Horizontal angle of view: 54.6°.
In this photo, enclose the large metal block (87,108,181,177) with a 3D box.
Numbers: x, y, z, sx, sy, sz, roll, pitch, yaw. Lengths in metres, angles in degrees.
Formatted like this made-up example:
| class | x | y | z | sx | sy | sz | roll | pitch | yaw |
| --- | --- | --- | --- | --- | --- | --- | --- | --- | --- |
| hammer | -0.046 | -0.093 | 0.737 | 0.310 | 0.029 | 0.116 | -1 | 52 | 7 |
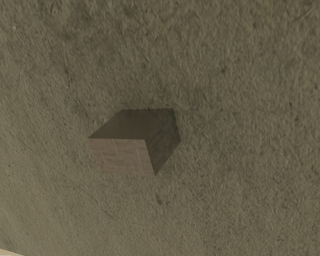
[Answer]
| class | x | y | z | sx | sy | sz | roll | pitch | yaw |
| --- | --- | --- | --- | --- | --- | --- | --- | --- | --- |
| large metal block | -0.030 | 0.015 | 0.397 | 0.080 | 0.080 | 0.050 | 0 | 119 | 28 |
